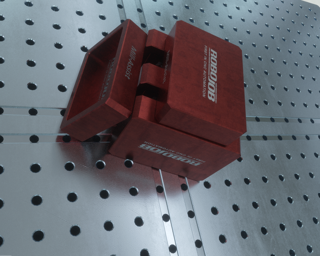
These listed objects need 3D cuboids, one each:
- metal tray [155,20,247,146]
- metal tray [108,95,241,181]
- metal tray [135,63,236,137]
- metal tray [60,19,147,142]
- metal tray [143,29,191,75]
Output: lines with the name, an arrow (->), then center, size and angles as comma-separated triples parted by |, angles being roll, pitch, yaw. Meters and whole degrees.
metal tray -> 0.048, -0.053, 0.346 | 0.091, 0.030, 0.130 | 19, 54, -17
metal tray -> 0.016, 0.018, 0.363 | 0.131, 0.090, 0.030 | 19, 55, -17
metal tray -> 0.021, -0.021, 0.389 | 0.131, 0.090, 0.030 | 19, 53, -19
metal tray -> -0.064, -0.057, 0.363 | 0.030, 0.090, 0.130 | 35, 47, -34
metal tray -> 0.028, -0.070, 0.422 | 0.131, 0.090, 0.030 | 19, 55, -17
